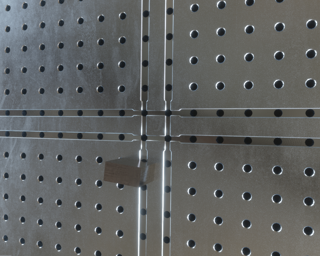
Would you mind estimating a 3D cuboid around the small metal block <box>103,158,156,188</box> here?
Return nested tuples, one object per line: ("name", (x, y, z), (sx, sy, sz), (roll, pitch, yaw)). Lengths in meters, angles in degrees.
("small metal block", (-0.039, 0.058, 0.412), (0.050, 0.050, 0.025), (7, 93, 19))
